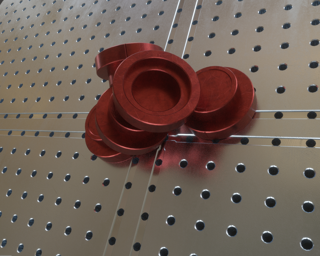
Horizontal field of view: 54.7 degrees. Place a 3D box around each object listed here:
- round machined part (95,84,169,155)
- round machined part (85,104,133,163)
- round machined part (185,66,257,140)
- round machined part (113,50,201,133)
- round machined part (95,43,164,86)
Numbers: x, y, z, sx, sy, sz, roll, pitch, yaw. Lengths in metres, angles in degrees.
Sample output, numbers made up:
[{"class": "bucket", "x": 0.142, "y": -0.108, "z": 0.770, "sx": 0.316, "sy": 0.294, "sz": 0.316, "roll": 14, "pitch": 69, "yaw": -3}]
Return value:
[{"class": "round machined part", "x": -0.032, "y": -0.018, "z": 0.393, "sx": 0.099, "sy": 0.042, "sz": 0.098, "roll": 6, "pitch": 63, "yaw": -11}, {"class": "round machined part", "x": -0.064, "y": -0.005, "z": 0.432, "sx": 0.098, "sy": 0.042, "sz": 0.098, "roll": -13, "pitch": 56, "yaw": 20}, {"class": "round machined part", "x": 0.066, "y": -0.038, "z": 0.385, "sx": 0.098, "sy": 0.042, "sz": 0.098, "roll": -13, "pitch": 56, "yaw": 20}, {"class": "round machined part", "x": -0.006, "y": -0.039, "z": 0.361, "sx": 0.099, "sy": 0.042, "sz": 0.098, "roll": 4, "pitch": 65, "yaw": -8}, {"class": "round machined part", "x": -0.039, "y": -0.080, "z": 0.436, "sx": 0.098, "sy": 0.098, "sz": 0.042, "roll": -12, "pitch": 83, "yaw": 21}]
